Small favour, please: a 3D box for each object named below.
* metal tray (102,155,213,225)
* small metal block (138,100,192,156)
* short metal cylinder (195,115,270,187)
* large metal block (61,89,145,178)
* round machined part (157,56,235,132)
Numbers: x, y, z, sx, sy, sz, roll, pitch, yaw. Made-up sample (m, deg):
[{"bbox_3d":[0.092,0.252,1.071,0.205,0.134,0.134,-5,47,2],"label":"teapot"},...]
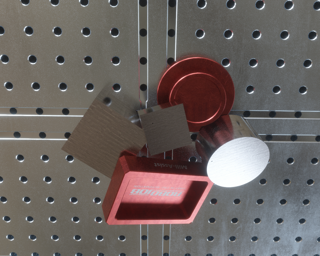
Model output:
[{"bbox_3d":[-0.001,0.086,0.412,0.131,0.030,0.089,8,119,-27],"label":"metal tray"},{"bbox_3d":[0.005,-0.001,0.364,0.050,0.025,0.050,-16,107,-6],"label":"small metal block"},{"bbox_3d":[0.092,0.030,0.400,0.081,0.050,0.079,-6,125,-9],"label":"short metal cylinder"},{"bbox_3d":[-0.066,0.009,0.403,0.080,0.050,0.080,34,106,-12],"label":"large metal block"},{"bbox_3d":[0.046,-0.040,0.390,0.099,0.042,0.097,0,110,0],"label":"round machined part"}]
